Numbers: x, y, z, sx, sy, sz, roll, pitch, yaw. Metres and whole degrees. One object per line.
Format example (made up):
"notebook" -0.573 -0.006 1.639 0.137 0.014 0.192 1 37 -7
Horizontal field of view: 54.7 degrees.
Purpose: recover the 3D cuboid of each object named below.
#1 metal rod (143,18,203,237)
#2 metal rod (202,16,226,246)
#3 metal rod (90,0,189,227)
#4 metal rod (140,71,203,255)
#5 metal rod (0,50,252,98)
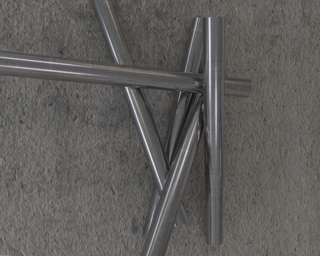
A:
"metal rod" 0.023 -0.002 0.417 0.025 0.025 0.299 15 85 -20
"metal rod" 0.068 0.018 0.389 0.025 0.025 0.298 -11 111 -20
"metal rod" -0.025 -0.023 0.383 0.025 0.025 0.299 -20 91 -19
"metal rod" 0.028 0.039 0.374 0.025 0.025 0.300 29 64 -18
"metal rod" -0.027 -0.059 0.359 0.302 0.025 0.025 3 89 -20
